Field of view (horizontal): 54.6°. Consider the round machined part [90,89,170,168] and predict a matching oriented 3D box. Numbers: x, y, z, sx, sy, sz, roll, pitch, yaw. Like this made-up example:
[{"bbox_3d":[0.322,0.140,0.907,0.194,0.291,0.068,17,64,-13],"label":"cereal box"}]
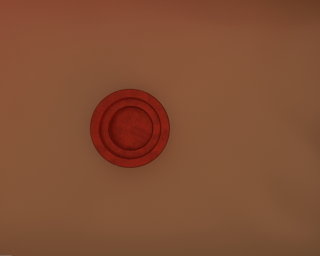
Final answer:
[{"bbox_3d":[-0.037,0.000,0.403,0.099,0.042,0.097,0,90,0],"label":"round machined part"}]
